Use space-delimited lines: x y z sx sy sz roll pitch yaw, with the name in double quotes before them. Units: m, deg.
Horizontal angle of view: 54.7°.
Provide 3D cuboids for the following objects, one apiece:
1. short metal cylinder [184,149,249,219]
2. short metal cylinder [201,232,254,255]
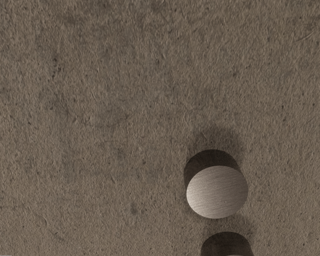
"short metal cylinder" 0.075 0.076 0.426 0.081 0.050 0.079 0 110 -1
"short metal cylinder" 0.106 0.208 0.475 0.081 0.050 0.079 0 110 -1
